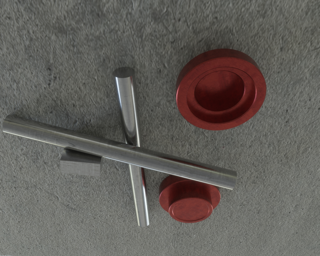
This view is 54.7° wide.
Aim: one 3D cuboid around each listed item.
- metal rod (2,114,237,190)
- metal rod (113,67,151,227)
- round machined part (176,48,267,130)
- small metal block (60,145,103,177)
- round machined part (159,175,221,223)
[{"bbox_3d":[-0.051,0.031,0.401,0.302,0.025,0.025,14,129,0],"label":"metal rod"},{"bbox_3d":[-0.035,0.050,0.449,0.025,0.025,0.298,-2,130,1],"label":"metal rod"},{"bbox_3d":[0.067,-0.047,0.357,0.099,0.042,0.097,0,130,0],"label":"round machined part"},{"bbox_3d":[-0.103,0.037,0.421,0.050,0.050,0.025,6,130,-5],"label":"small metal block"},{"bbox_3d":[0.048,0.115,0.495,0.099,0.042,0.097,0,130,0],"label":"round machined part"}]
